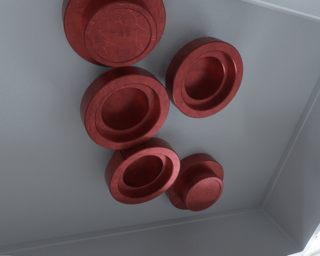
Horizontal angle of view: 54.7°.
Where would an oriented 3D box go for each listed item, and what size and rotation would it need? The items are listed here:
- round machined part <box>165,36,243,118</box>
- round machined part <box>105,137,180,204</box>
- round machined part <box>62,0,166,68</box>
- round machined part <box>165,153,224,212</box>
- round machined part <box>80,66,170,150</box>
[{"bbox_3d":[0.050,-0.065,0.385,0.099,0.042,0.097,-14,124,-21],"label":"round machined part"},{"bbox_3d":[-0.026,0.051,0.411,0.099,0.042,0.097,-16,131,-20],"label":"round machined part"},{"bbox_3d":[-0.041,-0.098,0.297,0.099,0.042,0.097,-13,140,-11],"label":"round machined part"},{"bbox_3d":[0.060,0.092,0.487,0.099,0.042,0.097,-14,124,-21],"label":"round machined part"},{"bbox_3d":[-0.042,-0.026,0.354,0.099,0.042,0.097,-16,131,-19],"label":"round machined part"}]
